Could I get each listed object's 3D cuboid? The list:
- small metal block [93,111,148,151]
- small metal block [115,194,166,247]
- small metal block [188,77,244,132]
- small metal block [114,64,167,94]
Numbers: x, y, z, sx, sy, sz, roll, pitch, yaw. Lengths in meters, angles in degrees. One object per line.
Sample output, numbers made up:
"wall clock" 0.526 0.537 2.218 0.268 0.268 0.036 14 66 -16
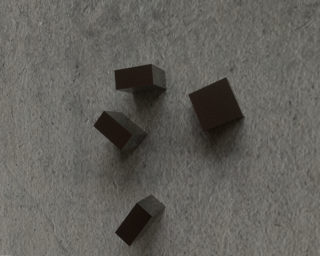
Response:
"small metal block" -0.051 0.003 0.413 0.050 0.050 0.025 40 103 15
"small metal block" -0.025 0.119 0.403 0.025 0.050 0.050 38 102 15
"small metal block" 0.070 -0.028 0.384 0.050 0.025 0.050 -24 82 18
"small metal block" -0.024 -0.063 0.403 0.050 0.050 0.025 -6 88 19
